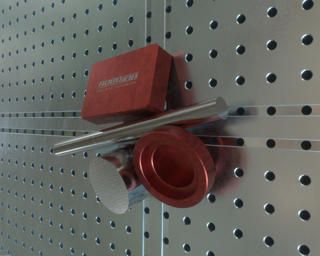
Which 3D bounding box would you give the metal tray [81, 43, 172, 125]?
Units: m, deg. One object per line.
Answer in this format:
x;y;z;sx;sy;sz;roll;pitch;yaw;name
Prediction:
-0.049;-0.056;0.426;0.130;0.030;0.090;-6;67;39;metal tray

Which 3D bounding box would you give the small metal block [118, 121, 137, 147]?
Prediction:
-0.030;0.015;0.443;0.050;0.025;0.050;23;104;37;small metal block

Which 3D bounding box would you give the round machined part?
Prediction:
0.020;0.041;0.365;0.098;0.042;0.097;16;120;29;round machined part

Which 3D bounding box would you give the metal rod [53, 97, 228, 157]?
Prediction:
-0.050;0.007;0.414;0.300;0.025;0.025;-14;82;38;metal rod

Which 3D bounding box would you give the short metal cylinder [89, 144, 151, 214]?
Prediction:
-0.051;0.067;0.417;0.080;0.050;0.079;21;122;38;short metal cylinder
